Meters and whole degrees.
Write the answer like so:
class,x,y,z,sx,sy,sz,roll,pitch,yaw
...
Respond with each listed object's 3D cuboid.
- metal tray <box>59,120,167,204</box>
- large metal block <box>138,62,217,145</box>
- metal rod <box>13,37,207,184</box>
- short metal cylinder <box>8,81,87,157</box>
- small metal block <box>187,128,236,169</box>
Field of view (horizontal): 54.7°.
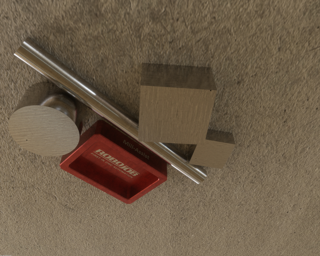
class,x,y,z,sx,sy,sz,roll,pitch,yaw
metal tray,-0.064,0.054,0.451,0.130,0.030,0.090,36,121,-27
large metal block,0.017,-0.028,0.369,0.081,0.050,0.079,3,130,-3
metal rod,-0.044,-0.007,0.401,0.025,0.025,0.301,-37,122,27
short metal cylinder,-0.135,-0.011,0.381,0.081,0.050,0.079,0,130,0
small metal block,0.071,0.028,0.434,0.050,0.025,0.050,10,130,-9
